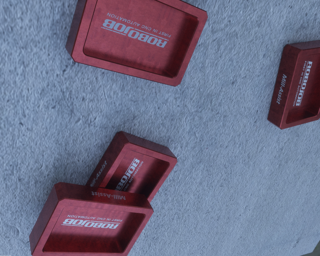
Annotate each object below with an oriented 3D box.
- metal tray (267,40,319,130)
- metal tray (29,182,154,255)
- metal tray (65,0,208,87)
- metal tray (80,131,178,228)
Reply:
[{"bbox_3d":[0.225,-0.067,0.484,0.091,0.030,0.129,-13,124,-22],"label":"metal tray"},{"bbox_3d":[-0.084,0.121,0.393,0.131,0.030,0.090,18,109,-35],"label":"metal tray"},{"bbox_3d":[-0.022,-0.102,0.328,0.131,0.030,0.089,9,114,-32],"label":"metal tray"},{"bbox_3d":[-0.047,0.076,0.424,0.091,0.030,0.129,22,106,-37],"label":"metal tray"}]
